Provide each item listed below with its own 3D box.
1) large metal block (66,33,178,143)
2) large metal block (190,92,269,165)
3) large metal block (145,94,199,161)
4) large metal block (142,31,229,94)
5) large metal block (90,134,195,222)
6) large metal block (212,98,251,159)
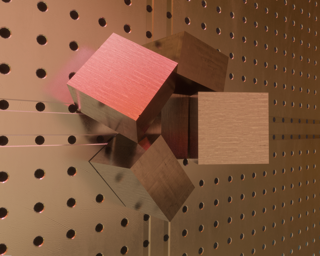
[{"bbox_3d":[-0.037,-0.044,0.333,0.080,0.080,0.050,-56,167,-25],"label":"large metal block"},{"bbox_3d":[0.079,0.000,0.368,0.080,0.050,0.080,0,89,-6],"label":"large metal block"},{"bbox_3d":[0.016,-0.001,0.405,0.081,0.050,0.080,1,90,-40],"label":"large metal block"},{"bbox_3d":[0.027,-0.075,0.395,0.080,0.080,0.050,17,79,-39],"label":"large metal block"},{"bbox_3d":[-0.020,0.053,0.354,0.050,0.080,0.080,-48,119,-30],"label":"large metal block"},{"bbox_3d":[0.089,0.000,0.436,0.050,0.080,0.080,0,90,-2],"label":"large metal block"}]
